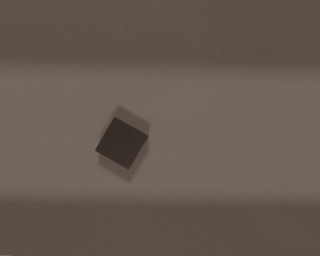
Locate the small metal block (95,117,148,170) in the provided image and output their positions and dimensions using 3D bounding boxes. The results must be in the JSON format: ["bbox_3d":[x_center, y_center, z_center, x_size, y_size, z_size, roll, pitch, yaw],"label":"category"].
[{"bbox_3d":[-0.050,0.020,0.411,0.050,0.025,0.050,30,90,-1],"label":"small metal block"}]
